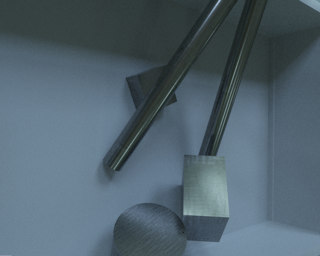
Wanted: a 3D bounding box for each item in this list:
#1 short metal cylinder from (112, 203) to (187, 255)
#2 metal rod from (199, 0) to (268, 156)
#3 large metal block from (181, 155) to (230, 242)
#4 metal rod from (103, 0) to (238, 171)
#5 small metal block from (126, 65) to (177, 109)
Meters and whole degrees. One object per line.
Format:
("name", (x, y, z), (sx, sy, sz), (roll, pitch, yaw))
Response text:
("short metal cylinder", (-0.014, 0.133, 0.352), (0.081, 0.080, 0.050), (-25, 141, -38))
("metal rod", (0.092, -0.057, 0.406), (0.025, 0.025, 0.298), (-6, 119, -40))
("large metal block", (0.053, 0.091, 0.395), (0.080, 0.050, 0.080), (90, 4, -51))
("metal rod", (0.028, -0.079, 0.348), (0.025, 0.025, 0.299), (30, 98, -37))
("small metal block", (-0.010, -0.049, 0.400), (0.050, 0.025, 0.050), (-28, 108, -37))
